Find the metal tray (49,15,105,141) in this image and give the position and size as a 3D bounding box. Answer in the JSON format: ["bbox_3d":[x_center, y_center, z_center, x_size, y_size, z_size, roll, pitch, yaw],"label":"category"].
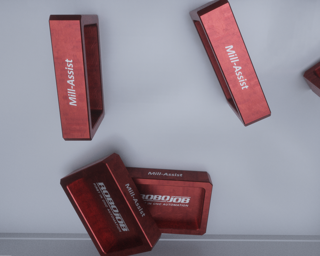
[{"bbox_3d":[-0.089,-0.061,0.353,0.030,0.090,0.129,0,110,0],"label":"metal tray"}]

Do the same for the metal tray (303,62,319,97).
[{"bbox_3d":[0.229,-0.051,0.334,0.090,0.130,0.030,-37,118,16],"label":"metal tray"}]

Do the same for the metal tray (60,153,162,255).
[{"bbox_3d":[-0.067,0.108,0.416,0.090,0.030,0.130,-25,95,30],"label":"metal tray"}]

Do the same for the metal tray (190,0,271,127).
[{"bbox_3d":[0.077,-0.075,0.349,0.030,0.090,0.130,-25,108,9],"label":"metal tray"}]

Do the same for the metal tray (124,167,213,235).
[{"bbox_3d":[0.004,0.106,0.447,0.131,0.030,0.089,4,110,-2],"label":"metal tray"}]
